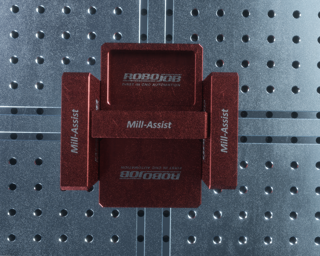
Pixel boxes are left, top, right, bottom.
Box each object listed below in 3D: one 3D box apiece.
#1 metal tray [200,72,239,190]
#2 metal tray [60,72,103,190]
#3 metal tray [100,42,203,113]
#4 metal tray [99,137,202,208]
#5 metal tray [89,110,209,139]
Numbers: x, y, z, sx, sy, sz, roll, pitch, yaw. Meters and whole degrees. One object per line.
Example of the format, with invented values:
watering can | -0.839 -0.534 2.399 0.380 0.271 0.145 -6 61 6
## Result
metal tray | 0.070 0.003 0.381 0.030 0.090 0.129 1 90 0
metal tray | -0.092 0.003 0.379 0.030 0.090 0.129 1 90 0
metal tray | -0.011 -0.064 0.410 0.131 0.030 0.089 1 90 -1
metal tray | -0.012 0.057 0.409 0.131 0.030 0.089 1 90 -1
metal tray | -0.012 -0.004 0.379 0.131 0.090 0.030 1 90 -1
